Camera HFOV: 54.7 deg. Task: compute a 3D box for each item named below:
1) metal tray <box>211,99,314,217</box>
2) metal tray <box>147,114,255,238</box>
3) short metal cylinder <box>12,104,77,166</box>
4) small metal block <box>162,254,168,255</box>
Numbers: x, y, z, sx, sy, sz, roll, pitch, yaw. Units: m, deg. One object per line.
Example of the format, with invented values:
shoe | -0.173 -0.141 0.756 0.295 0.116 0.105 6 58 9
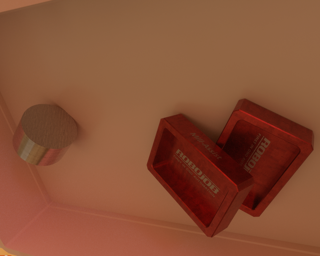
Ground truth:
metal tray | 0.108 0.040 0.372 0.090 0.030 0.129 28 128 10
metal tray | 0.041 0.054 0.378 0.130 0.030 0.089 44 133 33
short metal cylinder | -0.174 0.010 0.469 0.080 0.080 0.050 43 129 -2
small metal block | 0.010 0.265 0.568 0.050 0.025 0.050 44 129 -3
